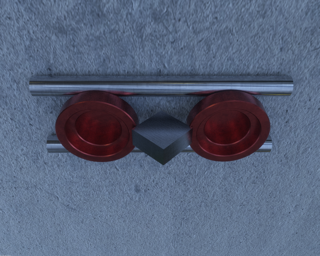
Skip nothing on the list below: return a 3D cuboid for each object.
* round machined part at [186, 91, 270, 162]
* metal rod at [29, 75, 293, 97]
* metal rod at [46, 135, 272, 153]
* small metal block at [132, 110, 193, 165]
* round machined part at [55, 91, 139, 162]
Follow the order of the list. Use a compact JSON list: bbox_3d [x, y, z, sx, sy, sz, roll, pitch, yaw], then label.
[{"bbox_3d":[0.082,-0.006,0.386,0.099,0.042,0.097,0,130,0],"label":"round machined part"},{"bbox_3d":[0.002,-0.050,0.366,0.302,0.025,0.025,0,130,-1],"label":"metal rod"},{"bbox_3d":[0.000,0.022,0.427,0.302,0.025,0.025,0,130,-1],"label":"metal rod"},{"bbox_3d":[0.003,0.010,0.366,0.050,0.050,0.025,31,138,32],"label":"small metal block"},{"bbox_3d":[-0.075,-0.006,0.386,0.099,0.042,0.097,0,130,0],"label":"round machined part"}]
